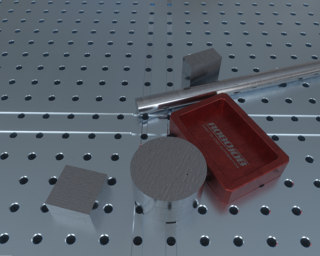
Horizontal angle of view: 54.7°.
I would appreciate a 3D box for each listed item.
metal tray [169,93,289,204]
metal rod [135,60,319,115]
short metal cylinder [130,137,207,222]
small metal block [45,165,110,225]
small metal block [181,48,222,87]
[{"bbox_3d":[0.081,0.018,0.389,0.091,0.030,0.130,-22,54,-18],"label":"metal tray"},{"bbox_3d":[0.112,-0.063,0.460,0.302,0.025,0.025,-13,51,-11],"label":"metal rod"},{"bbox_3d":[0.009,0.056,0.344,0.081,0.050,0.080,0,50,0],"label":"short metal cylinder"},{"bbox_3d":[-0.090,0.073,0.345,0.050,0.025,0.050,12,51,9],"label":"small metal block"},{"bbox_3d":[0.061,-0.086,0.464,0.050,0.050,0.025,-20,53,-16],"label":"small metal block"}]
